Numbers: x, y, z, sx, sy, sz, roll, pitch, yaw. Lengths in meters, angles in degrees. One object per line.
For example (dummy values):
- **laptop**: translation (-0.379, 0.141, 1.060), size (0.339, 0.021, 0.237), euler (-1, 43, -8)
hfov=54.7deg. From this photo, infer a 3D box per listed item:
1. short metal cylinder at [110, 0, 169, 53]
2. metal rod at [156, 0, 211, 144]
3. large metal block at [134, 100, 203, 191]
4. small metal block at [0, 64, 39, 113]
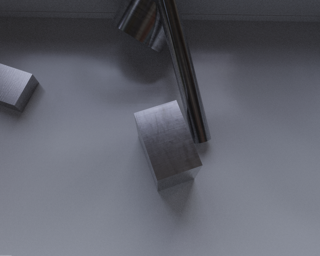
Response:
- **short metal cylinder**: translation (-0.021, -0.145, 0.426), size (0.080, 0.080, 0.050), euler (34, 102, 11)
- **metal rod**: translation (0.016, -0.125, 0.379), size (0.025, 0.025, 0.298), euler (-17, 101, -6)
- **large metal block**: translation (0.008, 0.025, 0.372), size (0.050, 0.080, 0.080), euler (-18, 71, -7)
- **small metal block**: translation (-0.206, -0.055, 0.427), size (0.050, 0.025, 0.050), euler (19, 71, 6)
